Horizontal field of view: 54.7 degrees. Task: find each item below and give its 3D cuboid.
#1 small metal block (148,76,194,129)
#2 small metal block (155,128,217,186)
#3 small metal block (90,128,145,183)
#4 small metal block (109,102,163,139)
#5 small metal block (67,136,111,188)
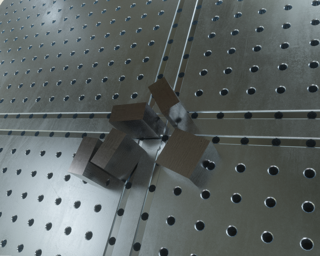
[{"bbox_3d":[0.014,-0.030,0.402,0.025,0.050,0.050,-33,52,7],"label":"small metal block"},{"bbox_3d":[0.031,0.034,0.370,0.050,0.025,0.050,22,73,35],"label":"small metal block"},{"bbox_3d":[-0.052,0.035,0.396,0.025,0.050,0.050,22,73,36],"label":"small metal block"},{"bbox_3d":[-0.031,-0.008,0.412,0.050,0.050,0.025,-4,60,26],"label":"small metal block"},{"bbox_3d":[-0.086,0.045,0.408,0.025,0.050,0.050,6,65,31],"label":"small metal block"}]
